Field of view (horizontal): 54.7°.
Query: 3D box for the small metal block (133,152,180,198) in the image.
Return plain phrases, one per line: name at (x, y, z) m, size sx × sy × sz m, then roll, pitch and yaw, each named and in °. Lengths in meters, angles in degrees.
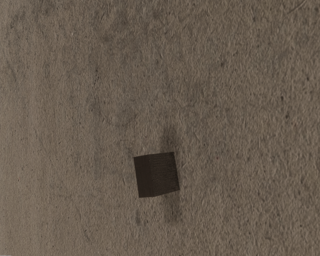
small metal block at (-0.003, 0.058, 0.390) m, size 0.025 × 0.050 × 0.050 m, roll -14°, pitch 81°, yaw 39°
